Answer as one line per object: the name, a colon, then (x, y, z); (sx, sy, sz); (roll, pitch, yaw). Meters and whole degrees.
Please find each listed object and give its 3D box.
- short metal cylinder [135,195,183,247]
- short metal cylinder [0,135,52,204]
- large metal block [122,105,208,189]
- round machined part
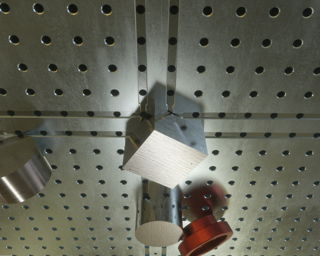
short metal cylinder: (-0.001, 0.161, 0.532); (0.081, 0.050, 0.079); (0, 130, 0)
short metal cylinder: (-0.197, 0.055, 0.420); (0.080, 0.080, 0.050); (-8, 130, 7)
large metal block: (0.006, 0.028, 0.419); (0.080, 0.050, 0.080); (26, 125, -21)
round machined part: (0.075, 0.189, 0.545); (0.099, 0.042, 0.098); (-20, 147, -14)
